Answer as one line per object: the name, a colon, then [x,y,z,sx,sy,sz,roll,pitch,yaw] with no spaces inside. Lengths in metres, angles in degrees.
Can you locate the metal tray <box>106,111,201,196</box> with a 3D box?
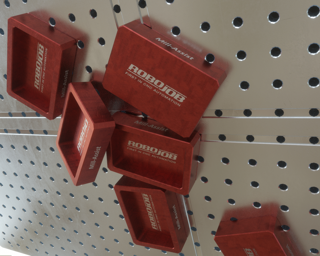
metal tray: [-0.013,0.035,0.436,0.130,0.030,0.089,15,125,19]

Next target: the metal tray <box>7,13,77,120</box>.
metal tray: [-0.174,-0.085,0.448,0.090,0.030,0.129,30,128,8]

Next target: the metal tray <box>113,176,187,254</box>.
metal tray: [-0.014,0.139,0.501,0.090,0.030,0.129,0,119,28]

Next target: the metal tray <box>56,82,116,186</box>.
metal tray: [-0.112,0.010,0.446,0.090,0.030,0.129,54,136,30]

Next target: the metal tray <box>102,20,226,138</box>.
metal tray: [0.001,-0.057,0.373,0.130,0.030,0.089,32,129,7]

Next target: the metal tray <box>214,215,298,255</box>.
metal tray: [0.148,0.190,0.448,0.090,0.030,0.130,-22,107,36]
